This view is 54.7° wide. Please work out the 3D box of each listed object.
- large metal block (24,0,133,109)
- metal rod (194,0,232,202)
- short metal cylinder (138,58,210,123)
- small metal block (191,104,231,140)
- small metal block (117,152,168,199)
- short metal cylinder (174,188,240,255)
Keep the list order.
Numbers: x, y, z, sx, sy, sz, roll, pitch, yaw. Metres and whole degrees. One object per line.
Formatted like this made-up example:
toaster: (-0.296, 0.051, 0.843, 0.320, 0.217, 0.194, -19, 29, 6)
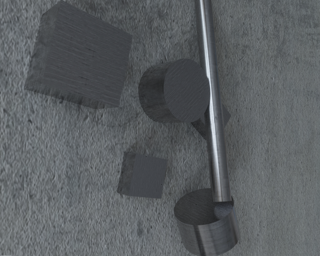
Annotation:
large metal block: (-0.082, -0.069, 0.319, 0.081, 0.050, 0.080, 16, 80, -39)
metal rod: (0.071, -0.052, 0.427, 0.025, 0.025, 0.299, 7, 75, -40)
short metal cylinder: (0.019, -0.047, 0.404, 0.081, 0.050, 0.080, 0, 90, -40)
small metal block: (0.076, -0.016, 0.468, 0.050, 0.025, 0.050, 48, 62, -30)
small metal block: (-0.021, 0.060, 0.387, 0.050, 0.025, 0.050, 16, 80, -39)
short metal cylinder: (0.064, 0.125, 0.420, 0.081, 0.080, 0.050, -30, 114, -36)
